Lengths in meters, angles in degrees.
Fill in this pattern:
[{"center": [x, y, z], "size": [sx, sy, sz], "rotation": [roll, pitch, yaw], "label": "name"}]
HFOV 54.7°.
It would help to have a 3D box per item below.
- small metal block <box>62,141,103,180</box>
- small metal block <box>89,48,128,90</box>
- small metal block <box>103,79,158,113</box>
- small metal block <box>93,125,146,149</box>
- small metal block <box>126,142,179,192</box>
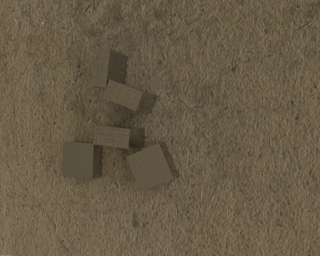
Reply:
[{"center": [-0.112, 0.046, 0.448], "size": [0.050, 0.025, 0.050], "rotation": [2, 91, 20], "label": "small metal block"}, {"center": [-0.069, -0.077, 0.420], "size": [0.025, 0.050, 0.050], "rotation": [7, 92, 20], "label": "small metal block"}, {"center": [-0.038, -0.041, 0.409], "size": [0.050, 0.050, 0.025], "rotation": [22, 98, 18], "label": "small metal block"}, {"center": [-0.053, 0.011, 0.414], "size": [0.050, 0.050, 0.025], "rotation": [6, 92, 20], "label": "small metal block"}, {"center": [-0.009, 0.051, 0.412], "size": [0.050, 0.025, 0.050], "rotation": [-24, 82, 18], "label": "small metal block"}]
